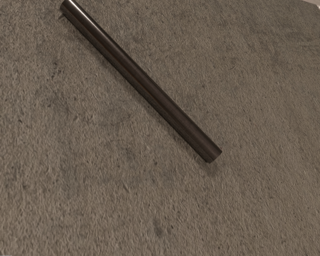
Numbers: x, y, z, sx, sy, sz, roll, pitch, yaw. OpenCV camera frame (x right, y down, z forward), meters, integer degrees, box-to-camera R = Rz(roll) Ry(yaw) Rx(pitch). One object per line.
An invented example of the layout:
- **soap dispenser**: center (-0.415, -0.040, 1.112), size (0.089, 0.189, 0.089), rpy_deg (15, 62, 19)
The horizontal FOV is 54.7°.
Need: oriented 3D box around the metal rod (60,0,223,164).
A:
- **metal rod**: center (-0.028, -0.068, 0.431), size (0.300, 0.025, 0.025), rpy_deg (46, 51, 3)
